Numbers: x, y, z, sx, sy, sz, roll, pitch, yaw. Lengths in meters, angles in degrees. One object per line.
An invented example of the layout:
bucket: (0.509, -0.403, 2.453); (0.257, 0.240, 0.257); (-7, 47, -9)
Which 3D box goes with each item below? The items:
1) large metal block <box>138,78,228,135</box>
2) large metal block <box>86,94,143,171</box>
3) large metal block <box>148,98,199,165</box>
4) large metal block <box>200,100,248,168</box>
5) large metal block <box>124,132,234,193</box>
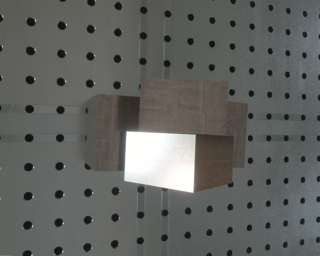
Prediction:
large metal block: (0.023, -0.019, 0.325); (0.080, 0.080, 0.050); (2, 89, 2)
large metal block: (-0.056, 0.005, 0.364); (0.050, 0.080, 0.079); (2, 90, -20)
large metal block: (0.003, 0.005, 0.399); (0.081, 0.050, 0.079); (3, 89, -20)
large metal block: (0.069, 0.008, 0.410); (0.050, 0.080, 0.080); (4, 89, -20)
large metal block: (0.021, 0.031, 0.321); (0.080, 0.080, 0.050); (4, 88, -53)
